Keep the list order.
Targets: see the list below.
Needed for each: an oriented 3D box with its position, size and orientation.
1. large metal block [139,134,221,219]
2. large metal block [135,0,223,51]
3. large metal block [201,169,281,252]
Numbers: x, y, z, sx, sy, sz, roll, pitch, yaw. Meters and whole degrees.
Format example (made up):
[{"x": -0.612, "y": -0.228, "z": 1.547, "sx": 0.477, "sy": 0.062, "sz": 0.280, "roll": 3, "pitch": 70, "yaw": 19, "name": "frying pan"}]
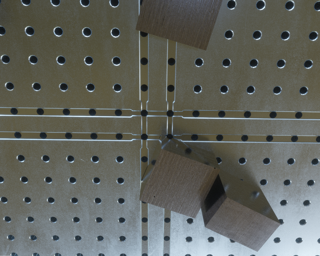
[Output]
[{"x": 0.025, "y": 0.065, "z": 0.424, "sx": 0.080, "sy": 0.050, "sz": 0.080, "roll": 20, "pitch": 109, "yaw": -7, "name": "large metal block"}, {"x": 0.023, "y": -0.140, "z": 0.349, "sx": 0.080, "sy": 0.050, "sz": 0.079, "roll": 15, "pitch": 109, "yaw": -6, "name": "large metal block"}, {"x": 0.104, "y": 0.108, "z": 0.425, "sx": 0.080, "sy": 0.080, "sz": 0.050, "roll": 28, "pitch": 108, "yaw": -10, "name": "large metal block"}]
